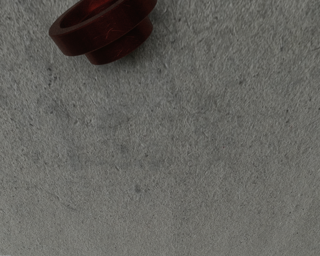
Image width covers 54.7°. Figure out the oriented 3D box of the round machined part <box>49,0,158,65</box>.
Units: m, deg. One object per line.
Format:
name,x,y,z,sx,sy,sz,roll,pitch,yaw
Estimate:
round machined part,-0.046,-0.094,0.279,0.098,0.098,0.042,-20,127,16
